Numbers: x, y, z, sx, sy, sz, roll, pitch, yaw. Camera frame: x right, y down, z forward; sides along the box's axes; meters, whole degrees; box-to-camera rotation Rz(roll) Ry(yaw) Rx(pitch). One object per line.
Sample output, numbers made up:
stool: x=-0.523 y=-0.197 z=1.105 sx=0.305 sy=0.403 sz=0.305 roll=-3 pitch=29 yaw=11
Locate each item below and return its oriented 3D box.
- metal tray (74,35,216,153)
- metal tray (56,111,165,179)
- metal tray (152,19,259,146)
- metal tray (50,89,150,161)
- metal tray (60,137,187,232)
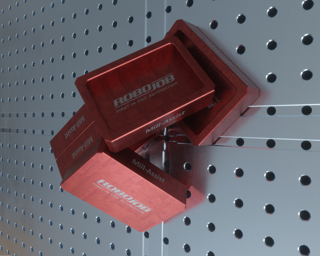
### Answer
metal tray: x=-0.016 y=-0.041 z=0.347 sx=0.131 sy=0.030 sz=0.090 roll=-27 pitch=66 yaw=-11
metal tray: x=-0.067 y=0.024 z=0.418 sx=0.130 sy=0.091 sz=0.030 roll=-39 pitch=66 yaw=32
metal tray: x=0.041 y=-0.054 z=0.369 sx=0.090 sy=0.030 sz=0.130 roll=-51 pitch=61 yaw=27
metal tray: x=-0.080 y=-0.001 z=0.430 sx=0.130 sy=0.091 sz=0.030 roll=-39 pitch=66 yaw=32
metal tray: x=-0.042 y=0.073 z=0.382 sx=0.090 sy=0.130 sz=0.030 roll=-39 pitch=25 yaw=33
